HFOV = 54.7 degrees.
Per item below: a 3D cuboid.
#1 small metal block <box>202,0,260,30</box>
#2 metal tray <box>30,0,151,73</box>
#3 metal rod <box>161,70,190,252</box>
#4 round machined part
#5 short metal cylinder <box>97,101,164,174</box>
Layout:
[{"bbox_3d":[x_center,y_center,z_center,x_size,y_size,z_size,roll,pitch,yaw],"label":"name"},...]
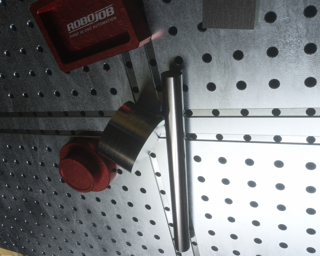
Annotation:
[{"bbox_3d":[0.069,-0.124,0.298,0.050,0.025,0.050,10,123,22],"label":"small metal block"},{"bbox_3d":[-0.085,-0.127,0.372,0.130,0.030,0.090,-10,114,32],"label":"metal tray"},{"bbox_3d":[0.025,0.065,0.436,0.025,0.025,0.298,9,122,23],"label":"metal rod"},{"bbox_3d":[-0.125,0.066,0.505,0.098,0.042,0.097,13,124,20],"label":"round machined part"},{"bbox_3d":[-0.036,0.012,0.401,0.050,0.080,0.079,30,128,8],"label":"short metal cylinder"}]
